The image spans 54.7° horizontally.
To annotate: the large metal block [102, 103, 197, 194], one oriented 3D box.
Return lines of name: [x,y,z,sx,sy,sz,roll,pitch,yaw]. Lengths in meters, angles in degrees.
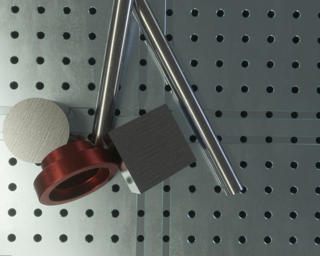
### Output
large metal block: [-0.015,0.026,0.389,0.081,0.050,0.080,-28,90,-20]

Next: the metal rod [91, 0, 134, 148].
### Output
metal rod: [-0.053,-0.121,0.394,0.025,0.025,0.298,11,97,-1]

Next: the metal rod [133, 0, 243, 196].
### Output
metal rod: [0.032,-0.048,0.413,0.025,0.025,0.299,-27,90,0]

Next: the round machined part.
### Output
round machined part: [-0.105,0.052,0.380,0.098,0.098,0.042,-31,68,0]

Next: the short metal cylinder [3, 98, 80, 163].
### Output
short metal cylinder: [-0.150,0.003,0.399,0.081,0.050,0.079,0,90,-1]
